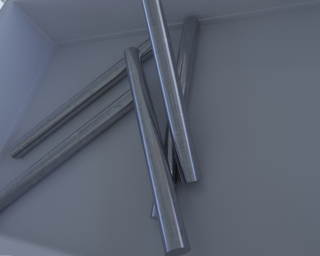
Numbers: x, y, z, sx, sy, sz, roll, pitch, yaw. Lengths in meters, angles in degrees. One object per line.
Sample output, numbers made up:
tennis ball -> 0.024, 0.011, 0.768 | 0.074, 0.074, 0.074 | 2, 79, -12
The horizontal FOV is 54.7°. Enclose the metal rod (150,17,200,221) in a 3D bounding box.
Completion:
metal rod -> 0.025, -0.030, 0.411 | 0.025, 0.025, 0.300 | -4, 60, 26

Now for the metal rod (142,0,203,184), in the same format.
metal rod -> 0.006, -0.083, 0.377 | 0.025, 0.025, 0.299 | -15, 80, 20

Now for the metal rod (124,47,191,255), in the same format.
metal rod -> -0.013, 0.001, 0.380 | 0.025, 0.025, 0.300 | -25, 51, 13

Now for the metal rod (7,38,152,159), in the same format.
metal rod -> -0.120, -0.049, 0.499 | 0.300, 0.025, 0.025 | -37, 51, 3

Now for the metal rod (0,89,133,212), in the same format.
metal rod -> -0.155, 0.044, 0.459 | 0.300, 0.025, 0.025 | -38, 51, 2
